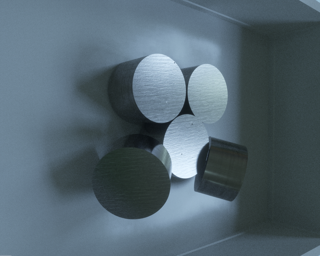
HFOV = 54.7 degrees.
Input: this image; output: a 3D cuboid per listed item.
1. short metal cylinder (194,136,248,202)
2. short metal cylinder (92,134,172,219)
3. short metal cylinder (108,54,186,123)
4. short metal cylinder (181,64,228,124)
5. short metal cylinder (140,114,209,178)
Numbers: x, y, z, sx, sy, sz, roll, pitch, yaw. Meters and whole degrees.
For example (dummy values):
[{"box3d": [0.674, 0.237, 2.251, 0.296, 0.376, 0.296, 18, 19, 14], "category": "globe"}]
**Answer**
[{"box3d": [0.083, 0.057, 0.433, 0.050, 0.080, 0.080, 16, 77, 1], "category": "short metal cylinder"}, {"box3d": [-0.028, 0.051, 0.340, 0.050, 0.080, 0.080, -76, 151, -75], "category": "short metal cylinder"}, {"box3d": [-0.015, -0.046, 0.376, 0.081, 0.050, 0.079, 0, 90, -40], "category": "short metal cylinder"}, {"box3d": [0.049, -0.046, 0.432, 0.081, 0.050, 0.079, 0, 90, -40], "category": "short metal cylinder"}, {"box3d": [0.018, 0.022, 0.403, 0.081, 0.050, 0.079, 0, 90, -40], "category": "short metal cylinder"}]
